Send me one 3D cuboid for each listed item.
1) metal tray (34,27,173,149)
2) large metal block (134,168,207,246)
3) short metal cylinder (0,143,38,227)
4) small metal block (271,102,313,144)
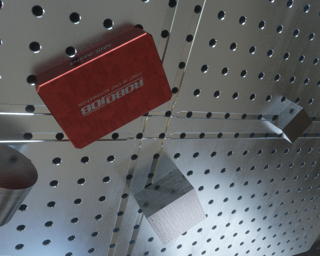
[{"bbox_3d":[-0.059,-0.044,0.350,0.131,0.030,0.090,-30,129,-10],"label":"metal tray"},{"bbox_3d":[0.017,0.123,0.483,0.080,0.050,0.080,-31,129,-9],"label":"large metal block"},{"bbox_3d":[-0.175,0.055,0.314,0.080,0.080,0.050,27,103,-38],"label":"short metal cylinder"},{"bbox_3d":[0.228,-0.009,0.533,0.050,0.025,0.050,-48,129,5],"label":"small metal block"}]
